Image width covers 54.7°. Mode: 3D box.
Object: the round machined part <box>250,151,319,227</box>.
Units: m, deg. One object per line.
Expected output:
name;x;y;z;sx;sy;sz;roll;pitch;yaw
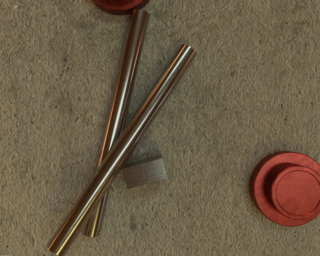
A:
round machined part;0.172;0.080;0.403;0.099;0.042;0.097;0;90;0

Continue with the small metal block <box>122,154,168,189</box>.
small metal block;-0.018;0.055;0.397;0.050;0.050;0.025;-15;91;0

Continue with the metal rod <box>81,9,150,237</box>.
metal rod;-0.059;-0.007;0.409;0.025;0.025;0.298;13;90;0

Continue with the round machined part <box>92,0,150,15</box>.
round machined part;-0.054;-0.202;0.401;0.099;0.042;0.097;0;90;0

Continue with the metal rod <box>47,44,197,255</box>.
metal rod;-0.043;0.021;0.390;0.025;0.025;0.300;33;82;0
